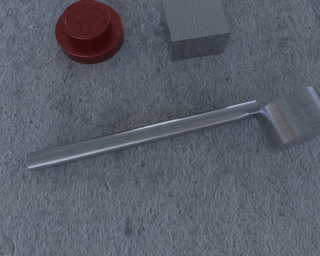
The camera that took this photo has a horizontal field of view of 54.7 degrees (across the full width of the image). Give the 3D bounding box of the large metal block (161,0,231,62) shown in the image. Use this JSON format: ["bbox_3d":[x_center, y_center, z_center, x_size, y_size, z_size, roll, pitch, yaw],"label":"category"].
[{"bbox_3d":[0.048,-0.150,0.450,0.081,0.050,0.080,-10,70,-4],"label":"large metal block"}]

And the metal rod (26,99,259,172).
[{"bbox_3d":[-0.017,0.009,0.404,0.302,0.025,0.025,-14,71,-6],"label":"metal rod"}]

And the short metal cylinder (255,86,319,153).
[{"bbox_3d":[0.167,-0.009,0.384,0.081,0.080,0.050,-19,72,-7],"label":"short metal cylinder"}]

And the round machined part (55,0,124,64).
[{"bbox_3d":[-0.104,-0.146,0.451,0.099,0.042,0.098,0,70,-1],"label":"round machined part"}]
